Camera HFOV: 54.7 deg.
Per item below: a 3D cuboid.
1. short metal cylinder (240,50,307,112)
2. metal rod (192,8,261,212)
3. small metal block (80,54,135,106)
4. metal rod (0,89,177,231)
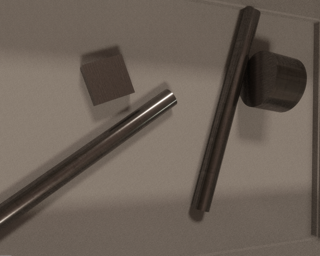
[{"bbox_3d":[0.159,-0.065,0.442,0.050,0.080,0.080,8,87,-20],"label":"short metal cylinder"},{"bbox_3d":[0.097,-0.029,0.447,0.025,0.025,0.299,18,84,-20],"label":"metal rod"},{"bbox_3d":[-0.066,-0.059,0.387,0.050,0.025,0.050,-21,97,-19],"label":"small metal block"},{"bbox_3d":[-0.101,0.044,0.373,0.301,0.025,0.025,-36,102,-17],"label":"metal rod"}]
